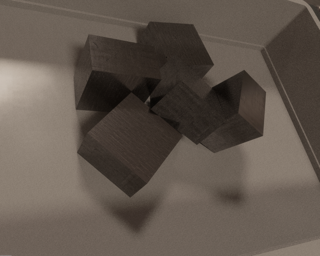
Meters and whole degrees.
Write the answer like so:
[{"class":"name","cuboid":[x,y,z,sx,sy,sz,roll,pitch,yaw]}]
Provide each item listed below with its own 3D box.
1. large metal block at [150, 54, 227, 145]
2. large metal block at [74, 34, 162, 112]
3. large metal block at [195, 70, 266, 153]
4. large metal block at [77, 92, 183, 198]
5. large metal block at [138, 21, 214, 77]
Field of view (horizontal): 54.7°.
[{"class":"large metal block","cuboid":[0.033,-0.038,0.402,0.080,0.050,0.080,37,25,-25]},{"class":"large metal block","cuboid":[-0.055,-0.061,0.379,0.081,0.080,0.050,3,61,-27]},{"class":"large metal block","cuboid":[0.096,-0.021,0.430,0.050,0.080,0.080,38,49,-24]},{"class":"large metal block","cuboid":[-0.034,0.019,0.361,0.080,0.050,0.080,41,51,-1]},{"class":"large metal block","cuboid":[0.022,-0.112,0.472,0.081,0.050,0.080,-9,66,-32]}]
